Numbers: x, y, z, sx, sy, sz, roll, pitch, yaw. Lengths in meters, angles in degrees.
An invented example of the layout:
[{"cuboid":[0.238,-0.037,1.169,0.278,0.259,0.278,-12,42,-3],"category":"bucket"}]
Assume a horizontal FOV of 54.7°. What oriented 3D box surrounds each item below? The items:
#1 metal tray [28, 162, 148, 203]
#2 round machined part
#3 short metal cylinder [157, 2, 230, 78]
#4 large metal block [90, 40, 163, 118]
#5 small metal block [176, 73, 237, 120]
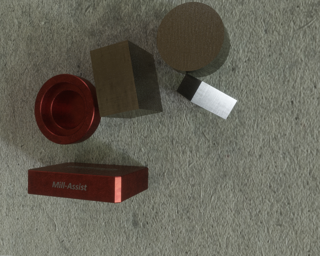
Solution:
[{"cuboid":[-0.091,0.068,0.406,0.130,0.090,0.030,1,91,20],"category":"metal tray"},{"cuboid":[-0.126,-0.026,0.444,0.098,0.042,0.097,0,90,20],"category":"round machined part"},{"cuboid":[0.042,-0.106,0.381,0.080,0.050,0.080,0,90,20],"category":"short metal cylinder"},{"cuboid":[-0.040,-0.057,0.394,0.050,0.080,0.080,-11,87,20],"category":"large metal block"},{"cuboid":[0.054,-0.038,0.366,0.050,0.050,0.025,25,101,-23],"category":"small metal block"}]
